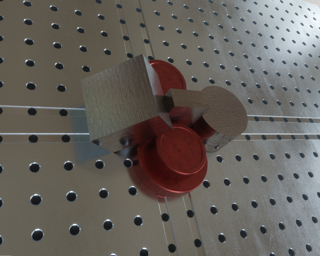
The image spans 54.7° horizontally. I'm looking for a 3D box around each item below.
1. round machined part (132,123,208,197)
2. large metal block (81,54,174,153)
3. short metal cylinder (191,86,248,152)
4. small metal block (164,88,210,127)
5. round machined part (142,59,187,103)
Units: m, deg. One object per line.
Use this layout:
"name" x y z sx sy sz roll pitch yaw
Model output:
"round machined part" 0.018 0.033 0.387 0.099 0.042 0.098 14 56 -21
"large metal block" -0.039 -0.027 0.361 0.050 0.080 0.080 44 28 -62
"short metal cylinder" 0.076 -0.013 0.439 0.081 0.050 0.080 14 56 -21
"small metal block" 0.026 -0.024 0.392 0.050 0.050 0.025 1 61 -28
"round machined part" -0.003 -0.056 0.430 0.099 0.042 0.098 14 56 -21
